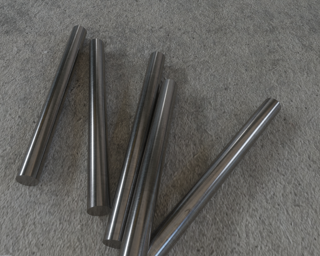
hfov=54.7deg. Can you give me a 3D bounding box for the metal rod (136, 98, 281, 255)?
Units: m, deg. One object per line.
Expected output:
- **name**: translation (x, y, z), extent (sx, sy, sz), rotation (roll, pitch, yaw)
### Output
- **metal rod**: translation (0.060, 0.058, 0.354), extent (0.025, 0.025, 0.301), rotation (32, 57, 24)

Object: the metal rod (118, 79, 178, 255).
- **metal rod**: translation (-0.008, 0.042, 0.348), extent (0.025, 0.025, 0.300), rotation (7, 44, 5)

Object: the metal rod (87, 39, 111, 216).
- **metal rod**: translation (-0.085, -0.026, 0.423), extent (0.025, 0.025, 0.300), rotation (-6, 50, -5)

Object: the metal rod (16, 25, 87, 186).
- **metal rod**: translation (-0.146, -0.055, 0.447), extent (0.025, 0.025, 0.300), rotation (1, 50, 1)

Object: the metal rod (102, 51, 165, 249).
- **metal rod**: translation (-0.024, 0.001, 0.401), extent (0.025, 0.025, 0.300), rotation (6, 50, 5)
